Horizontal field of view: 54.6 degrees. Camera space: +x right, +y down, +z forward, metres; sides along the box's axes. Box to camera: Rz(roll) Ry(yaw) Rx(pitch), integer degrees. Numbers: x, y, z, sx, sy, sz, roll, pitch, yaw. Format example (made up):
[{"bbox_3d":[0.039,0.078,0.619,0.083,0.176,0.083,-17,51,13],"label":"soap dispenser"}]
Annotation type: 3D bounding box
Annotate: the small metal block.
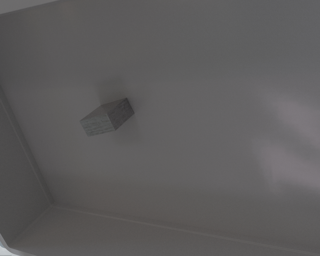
[{"bbox_3d":[-0.071,-0.015,0.422,0.050,0.050,0.025,-12,112,33],"label":"small metal block"}]
